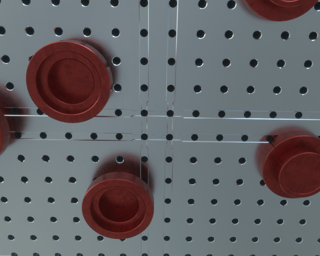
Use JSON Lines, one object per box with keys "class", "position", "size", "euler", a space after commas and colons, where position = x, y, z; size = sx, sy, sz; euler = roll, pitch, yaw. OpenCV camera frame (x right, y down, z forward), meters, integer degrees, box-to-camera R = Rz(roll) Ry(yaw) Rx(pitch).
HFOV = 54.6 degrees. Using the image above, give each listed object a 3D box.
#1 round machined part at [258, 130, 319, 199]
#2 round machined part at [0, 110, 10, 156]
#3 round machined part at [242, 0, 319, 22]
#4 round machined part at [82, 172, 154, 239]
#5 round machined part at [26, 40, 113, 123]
{"class": "round machined part", "position": [0.191, 0.056, 0.426], "size": [0.099, 0.042, 0.097], "euler": [0, 110, 0]}
{"class": "round machined part", "position": [-0.244, 0.001, 0.403], "size": [0.099, 0.042, 0.097], "euler": [0, 110, 0]}
{"class": "round machined part", "position": [0.139, -0.169, 0.343], "size": [0.099, 0.042, 0.097], "euler": [0, 110, 0]}
{"class": "round machined part", "position": [-0.057, 0.105, 0.443], "size": [0.099, 0.042, 0.097], "euler": [0, 110, 0]}
{"class": "round machined part", "position": [-0.107, -0.058, 0.382], "size": [0.099, 0.042, 0.097], "euler": [0, 110, 0]}
